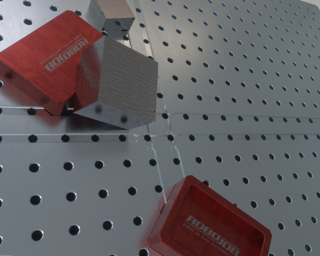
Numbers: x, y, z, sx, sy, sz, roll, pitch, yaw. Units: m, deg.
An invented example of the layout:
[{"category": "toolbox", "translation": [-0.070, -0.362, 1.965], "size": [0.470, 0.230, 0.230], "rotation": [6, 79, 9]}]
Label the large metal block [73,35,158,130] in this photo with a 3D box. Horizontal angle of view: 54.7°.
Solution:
[{"category": "large metal block", "translation": [-0.050, -0.050, 0.371], "size": [0.080, 0.050, 0.080], "rotation": [19, 65, -40]}]

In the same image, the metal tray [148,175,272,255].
[{"category": "metal tray", "translation": [0.062, 0.128, 0.360], "size": [0.130, 0.030, 0.090], "rotation": [36, 51, -5]}]

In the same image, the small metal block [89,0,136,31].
[{"category": "small metal block", "translation": [-0.074, -0.179, 0.478], "size": [0.050, 0.025, 0.050], "rotation": [-16, 70, -35]}]

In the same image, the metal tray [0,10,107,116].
[{"category": "metal tray", "translation": [-0.122, -0.087, 0.392], "size": [0.090, 0.030, 0.130], "rotation": [37, 51, -3]}]
